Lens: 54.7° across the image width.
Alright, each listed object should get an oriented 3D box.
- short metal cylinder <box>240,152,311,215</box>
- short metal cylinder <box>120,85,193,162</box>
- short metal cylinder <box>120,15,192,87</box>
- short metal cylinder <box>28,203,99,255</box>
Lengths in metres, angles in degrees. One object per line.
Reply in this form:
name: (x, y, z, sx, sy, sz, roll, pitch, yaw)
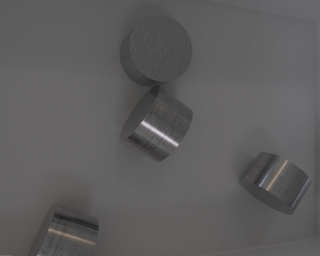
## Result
short metal cylinder: (0.164, 0.079, 0.441, 0.080, 0.080, 0.050, 41, 77, -16)
short metal cylinder: (-0.005, -0.005, 0.379, 0.050, 0.080, 0.080, 35, 79, -17)
short metal cylinder: (-0.006, -0.095, 0.395, 0.081, 0.050, 0.080, 0, 90, -20)
short metal cylinder: (-0.109, 0.130, 0.341, 0.050, 0.080, 0.080, 27, 81, -18)
